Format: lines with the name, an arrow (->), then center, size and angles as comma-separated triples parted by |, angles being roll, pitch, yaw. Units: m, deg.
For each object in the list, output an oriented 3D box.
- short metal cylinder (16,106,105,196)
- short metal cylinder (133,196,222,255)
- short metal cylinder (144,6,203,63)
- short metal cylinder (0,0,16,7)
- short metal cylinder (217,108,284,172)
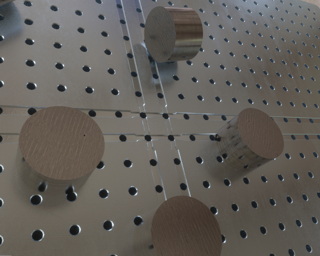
short metal cylinder -> -0.104, 0.024, 0.321 | 0.081, 0.050, 0.080 | 14, 56, -21
short metal cylinder -> 0.018, 0.118, 0.329 | 0.081, 0.050, 0.080 | 14, 56, -21
short metal cylinder -> 0.019, -0.141, 0.469 | 0.050, 0.080, 0.080 | -13, 69, -33
short metal cylinder -> -0.209, -0.190, 0.376 | 0.080, 0.080, 0.050 | 40, 51, -1
short metal cylinder -> 0.131, 0.018, 0.451 | 0.081, 0.050, 0.080 | 14, 56, -21
